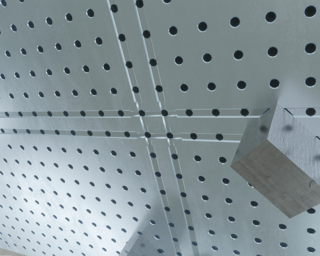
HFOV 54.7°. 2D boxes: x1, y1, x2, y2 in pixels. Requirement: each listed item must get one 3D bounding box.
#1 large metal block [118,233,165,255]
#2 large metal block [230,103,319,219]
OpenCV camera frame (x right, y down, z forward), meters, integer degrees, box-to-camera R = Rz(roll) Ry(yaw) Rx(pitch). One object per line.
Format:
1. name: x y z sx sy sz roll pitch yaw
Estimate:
1. large metal block: -0.036 0.252 0.549 0.080 0.080 0.050 43 129 -2
2. large metal block: 0.130 0.032 0.326 0.080 0.080 0.050 41 129 -1
